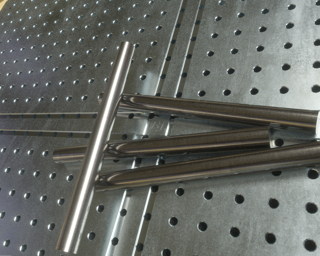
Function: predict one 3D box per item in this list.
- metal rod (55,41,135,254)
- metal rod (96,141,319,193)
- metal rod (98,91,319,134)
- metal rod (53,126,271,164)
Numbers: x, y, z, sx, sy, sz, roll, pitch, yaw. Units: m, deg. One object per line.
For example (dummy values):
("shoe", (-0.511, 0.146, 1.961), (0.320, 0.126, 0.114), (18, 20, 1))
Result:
("metal rod", (-0.078, 0.007, 0.412), (0.025, 0.025, 0.300), (-3, 60, 27))
("metal rod", (0.056, 0.046, 0.351), (0.300, 0.025, 0.025), (-11, 57, 22))
("metal rod", (0.039, -0.025, 0.403), (0.300, 0.025, 0.025), (9, 66, 32))
("metal rod", (-0.015, 0.026, 0.401), (0.300, 0.025, 0.025), (-7, 59, 24))
